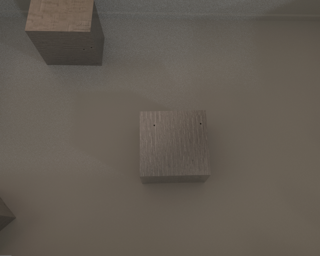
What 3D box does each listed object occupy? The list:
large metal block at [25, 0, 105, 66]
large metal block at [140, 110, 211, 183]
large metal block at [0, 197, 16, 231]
[{"bbox_3d":[-0.125,-0.129,0.427,0.080,0.080,0.050,1,70,0],"label":"large metal block"},{"bbox_3d":[0.017,0.025,0.387,0.081,0.050,0.080,-1,70,-1],"label":"large metal block"},{"bbox_3d":[-0.224,0.106,0.340,0.080,0.080,0.050,-42,75,-14],"label":"large metal block"}]
